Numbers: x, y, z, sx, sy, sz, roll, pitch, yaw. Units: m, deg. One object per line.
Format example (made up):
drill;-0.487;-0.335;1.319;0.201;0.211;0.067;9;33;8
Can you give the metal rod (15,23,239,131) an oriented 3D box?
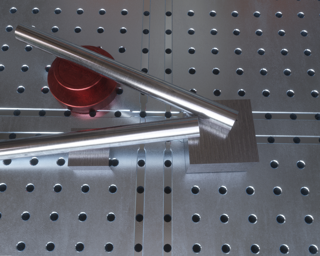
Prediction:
metal rod;-0.049;-0.068;0.385;0.301;0.025;0.025;24;72;11

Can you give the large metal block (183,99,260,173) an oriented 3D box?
large metal block;0.073;0.011;0.392;0.081;0.050;0.080;-2;70;-1

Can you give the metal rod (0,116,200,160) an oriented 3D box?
metal rod;-0.104;0.016;0.375;0.301;0.025;0.025;-7;70;8

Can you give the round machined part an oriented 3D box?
round machined part;-0.106;-0.074;0.428;0.099;0.042;0.098;0;70;-1

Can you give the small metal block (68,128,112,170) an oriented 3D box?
small metal block;-0.089;0.028;0.401;0.050;0.025;0.050;0;70;-1
